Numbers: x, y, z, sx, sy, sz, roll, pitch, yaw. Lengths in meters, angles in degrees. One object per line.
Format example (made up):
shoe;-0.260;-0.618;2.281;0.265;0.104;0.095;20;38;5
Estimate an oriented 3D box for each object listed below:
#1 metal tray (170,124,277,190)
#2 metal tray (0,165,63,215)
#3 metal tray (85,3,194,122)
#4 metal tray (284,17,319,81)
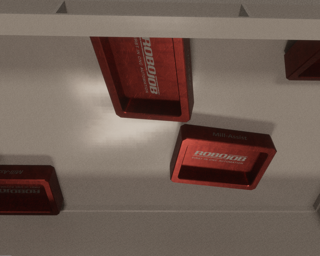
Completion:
metal tray;0.086;0.044;0.444;0.131;0.030;0.089;7;130;-7
metal tray;-0.228;0.099;0.486;0.131;0.030;0.089;1;130;-1
metal tray;-0.014;-0.063;0.327;0.090;0.030;0.129;4;139;14
metal tray;0.207;-0.077;0.311;0.131;0.030;0.090;0;168;-1
